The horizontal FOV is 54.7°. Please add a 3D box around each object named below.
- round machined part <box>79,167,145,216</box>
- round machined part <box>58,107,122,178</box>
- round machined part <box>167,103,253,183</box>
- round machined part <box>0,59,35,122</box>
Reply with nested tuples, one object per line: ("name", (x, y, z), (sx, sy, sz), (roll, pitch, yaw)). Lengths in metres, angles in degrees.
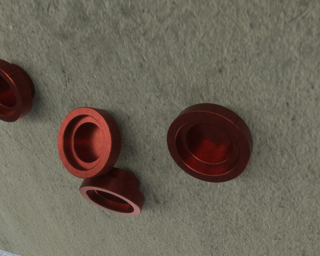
("round machined part", (-0.069, 0.094, 0.473), (0.098, 0.042, 0.098), (14, 147, 10))
("round machined part", (-0.094, 0.020, 0.438), (0.098, 0.042, 0.097), (-1, 88, 29))
("round machined part", (0.062, 0.014, 0.371), (0.098, 0.042, 0.097), (13, 124, 20))
("round machined part", (-0.236, -0.061, 0.479), (0.098, 0.042, 0.097), (13, 124, 20))
